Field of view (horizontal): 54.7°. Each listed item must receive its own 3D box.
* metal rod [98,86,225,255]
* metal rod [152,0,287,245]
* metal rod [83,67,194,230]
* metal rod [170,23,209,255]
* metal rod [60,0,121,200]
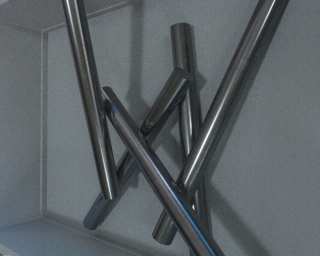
[{"bbox_3d":[0.000,0.057,0.340,0.025,0.025,0.300,-54,55,26],"label":"metal rod"},{"bbox_3d":[0.060,-0.006,0.335,0.025,0.025,0.298,31,102,36],"label":"metal rod"},{"bbox_3d":[-0.042,0.047,0.423,0.025,0.025,0.298,51,125,27],"label":"metal rod"},{"bbox_3d":[0.037,0.022,0.375,0.025,0.025,0.298,-8,85,40],"label":"metal rod"},{"bbox_3d":[-0.086,-0.051,0.378,0.025,0.025,0.298,6,112,40],"label":"metal rod"}]
